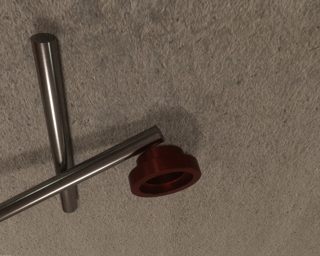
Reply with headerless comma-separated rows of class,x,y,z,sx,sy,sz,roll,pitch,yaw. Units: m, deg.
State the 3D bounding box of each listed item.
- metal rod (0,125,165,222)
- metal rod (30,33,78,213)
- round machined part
metal rod,-0.133,0.074,0.435,0.301,0.025,0.025,-27,126,8
metal rod,-0.136,0.019,0.420,0.025,0.025,0.298,4,130,-4
round machined part,0.004,0.058,0.431,0.099,0.042,0.098,-11,150,-6
